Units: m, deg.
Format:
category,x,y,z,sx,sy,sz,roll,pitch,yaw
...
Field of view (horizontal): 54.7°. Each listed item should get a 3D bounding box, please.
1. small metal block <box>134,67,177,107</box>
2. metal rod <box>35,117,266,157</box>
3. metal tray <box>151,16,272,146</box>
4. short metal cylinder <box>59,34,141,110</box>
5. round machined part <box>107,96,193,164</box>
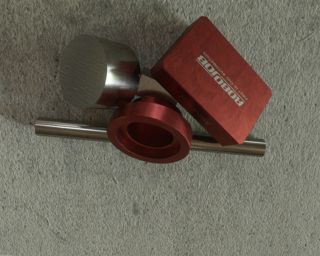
category,x,y,z,sx,sy,sz,roll,pitch,yaw
small metal block,-0.002,-0.049,0.378,0.050,0.050,0.025,22,109,-8
metal rod,-0.010,0.013,0.416,0.302,0.025,0.025,6,110,-3
metal tray,0.064,-0.052,0.362,0.130,0.030,0.090,43,66,-15
short metal cylinder,-0.069,-0.061,0.353,0.080,0.050,0.079,1,92,37
round machined part,-0.010,0.000,0.369,0.098,0.042,0.098,10,146,7
